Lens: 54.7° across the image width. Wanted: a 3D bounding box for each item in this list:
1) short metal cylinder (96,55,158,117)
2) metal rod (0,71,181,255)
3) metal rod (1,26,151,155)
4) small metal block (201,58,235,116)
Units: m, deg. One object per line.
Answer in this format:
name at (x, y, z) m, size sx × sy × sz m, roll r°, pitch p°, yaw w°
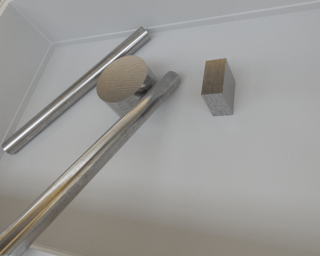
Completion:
short metal cylinder at (-0.043, -0.057, 0.446) m, size 0.080 × 0.050 × 0.080 m, roll -13°, pitch 56°, yaw 20°
metal rod at (-0.056, 0.017, 0.342) m, size 0.025 × 0.025 × 0.301 m, roll 9°, pitch 40°, yaw 32°
metal rod at (-0.138, -0.062, 0.513) m, size 0.300 × 0.025 × 0.025 m, roll -40°, pitch 51°, yaw 0°
small metal block at (0.073, -0.049, 0.380) m, size 0.025 × 0.050 × 0.050 m, roll -3°, pitch 60°, yaw 26°
